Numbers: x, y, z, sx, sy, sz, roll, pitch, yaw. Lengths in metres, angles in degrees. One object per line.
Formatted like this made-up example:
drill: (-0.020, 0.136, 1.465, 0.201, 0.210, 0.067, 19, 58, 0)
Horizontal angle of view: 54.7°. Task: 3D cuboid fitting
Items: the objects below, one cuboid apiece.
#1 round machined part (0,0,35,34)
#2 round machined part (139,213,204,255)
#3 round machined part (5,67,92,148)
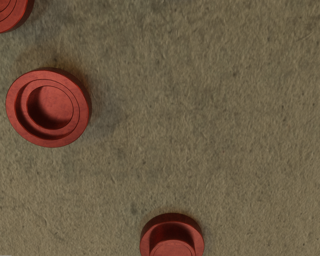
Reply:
round machined part: (-0.187, -0.155, 0.341, 0.099, 0.042, 0.097, 0, 110, -1)
round machined part: (0.018, 0.182, 0.468, 0.099, 0.042, 0.097, 0, 110, -1)
round machined part: (-0.135, -0.028, 0.389, 0.099, 0.042, 0.097, 0, 110, -1)
